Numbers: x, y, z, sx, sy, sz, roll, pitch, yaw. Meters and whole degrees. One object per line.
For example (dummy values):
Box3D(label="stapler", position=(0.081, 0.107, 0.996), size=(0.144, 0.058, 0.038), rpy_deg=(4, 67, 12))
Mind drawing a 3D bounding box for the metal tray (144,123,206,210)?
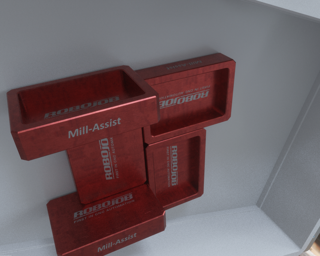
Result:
Box3D(label="metal tray", position=(0.019, 0.058, 0.451), size=(0.091, 0.030, 0.129), rpy_deg=(-16, 125, -20))

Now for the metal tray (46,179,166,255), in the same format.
Box3D(label="metal tray", position=(-0.069, 0.112, 0.396), size=(0.131, 0.090, 0.030), rpy_deg=(-16, 125, -20))

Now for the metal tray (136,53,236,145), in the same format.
Box3D(label="metal tray", position=(0.032, -0.039, 0.398), size=(0.131, 0.030, 0.089), rpy_deg=(-16, 125, -20))

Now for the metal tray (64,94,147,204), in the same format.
Box3D(label="metal tray", position=(-0.068, 0.026, 0.382), size=(0.091, 0.030, 0.129), rpy_deg=(-16, 125, -20))

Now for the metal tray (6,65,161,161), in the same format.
Box3D(label="metal tray", position=(-0.076, -0.022, 0.307), size=(0.131, 0.090, 0.030), rpy_deg=(-17, 125, -19))
